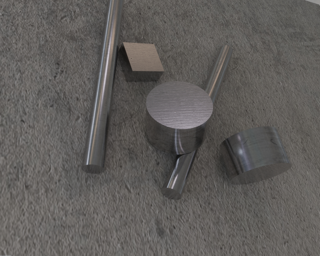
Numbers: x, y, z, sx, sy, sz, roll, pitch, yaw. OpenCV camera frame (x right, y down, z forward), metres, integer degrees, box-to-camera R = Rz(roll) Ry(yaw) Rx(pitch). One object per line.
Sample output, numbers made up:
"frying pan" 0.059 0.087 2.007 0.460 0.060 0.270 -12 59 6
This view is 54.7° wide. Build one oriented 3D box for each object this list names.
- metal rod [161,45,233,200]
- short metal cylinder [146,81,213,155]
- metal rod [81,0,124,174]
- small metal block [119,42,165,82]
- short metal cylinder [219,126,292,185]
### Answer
"metal rod" 0.065 -0.029 0.456 0.025 0.025 0.301 32 52 -8
"short metal cylinder" 0.022 -0.014 0.390 0.081 0.050 0.080 2 50 -2
"metal rod" -0.071 -0.083 0.415 0.025 0.025 0.299 14 56 -21
"small metal block" -0.028 -0.095 0.446 0.050 0.025 0.050 -6 65 -31
"short metal cylinder" 0.126 0.038 0.413 0.081 0.080 0.050 2 61 -28
